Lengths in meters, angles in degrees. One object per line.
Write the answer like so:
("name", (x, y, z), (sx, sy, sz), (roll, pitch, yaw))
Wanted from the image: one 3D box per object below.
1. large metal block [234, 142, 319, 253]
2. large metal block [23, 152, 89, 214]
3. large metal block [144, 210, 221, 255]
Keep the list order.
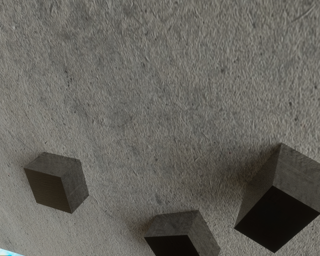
("large metal block", (0.133, 0.077, 0.348), (0.050, 0.080, 0.079), (31, 128, 8))
("large metal block", (-0.180, 0.095, 0.544), (0.080, 0.050, 0.079), (9, 122, 23))
("large metal block", (0.036, 0.180, 0.483), (0.080, 0.050, 0.080), (-17, 110, 35))
